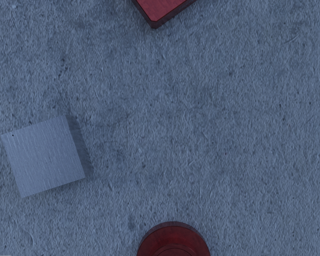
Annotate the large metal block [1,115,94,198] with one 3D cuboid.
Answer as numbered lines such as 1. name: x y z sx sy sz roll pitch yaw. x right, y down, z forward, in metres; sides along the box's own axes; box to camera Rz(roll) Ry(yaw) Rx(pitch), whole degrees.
1. large metal block: -0.140 0.034 0.396 0.080 0.050 0.080 -18 90 -1

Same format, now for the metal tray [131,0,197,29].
1. metal tray: 0.018 -0.206 0.408 0.130 0.030 0.090 -36 90 -1

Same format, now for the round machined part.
1. round machined part: 0.018 0.176 0.402 0.099 0.042 0.097 0 90 -1
